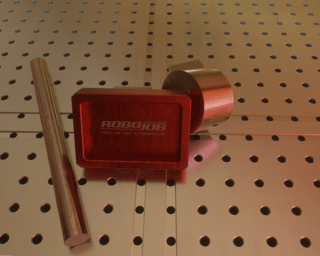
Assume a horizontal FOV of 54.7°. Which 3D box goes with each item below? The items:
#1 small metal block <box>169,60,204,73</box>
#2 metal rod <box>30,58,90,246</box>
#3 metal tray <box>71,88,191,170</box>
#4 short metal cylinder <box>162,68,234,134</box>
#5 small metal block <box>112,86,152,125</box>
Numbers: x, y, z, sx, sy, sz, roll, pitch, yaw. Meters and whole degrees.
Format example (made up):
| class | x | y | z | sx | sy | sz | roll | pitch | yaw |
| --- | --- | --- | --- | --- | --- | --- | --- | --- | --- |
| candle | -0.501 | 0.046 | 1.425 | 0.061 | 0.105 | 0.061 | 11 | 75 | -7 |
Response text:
| class | x | y | z | sx | sy | sz | roll | pitch | yaw |
| --- | --- | --- | --- | --- | --- | --- | --- | --- | --- |
| small metal block | 0.045 | -0.074 | 0.470 | 0.050 | 0.025 | 0.050 | -15 | 52 | -12 |
| metal rod | -0.138 | 0.006 | 0.401 | 0.025 | 0.025 | 0.300 | -17 | 52 | -14 |
| metal tray | -0.032 | 0.001 | 0.362 | 0.131 | 0.089 | 0.030 | 1 | 18 | 1 |
| short metal cylinder | 0.045 | -0.035 | 0.394 | 0.050 | 0.079 | 0.080 | -13 | 49 | -36 |
| small metal block | -0.036 | -0.028 | 0.415 | 0.050 | 0.050 | 0.025 | 2 | 50 | 1 |
